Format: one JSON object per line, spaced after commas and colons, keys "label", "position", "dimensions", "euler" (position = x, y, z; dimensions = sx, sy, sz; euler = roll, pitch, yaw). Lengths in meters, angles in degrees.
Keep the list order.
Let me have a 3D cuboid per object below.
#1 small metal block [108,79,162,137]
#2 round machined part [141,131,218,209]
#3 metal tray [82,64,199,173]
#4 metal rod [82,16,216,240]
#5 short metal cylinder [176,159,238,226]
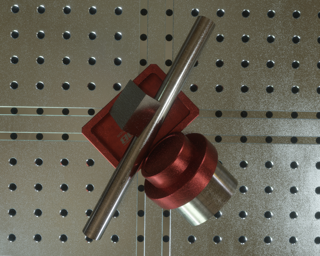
{"label": "small metal block", "position": [-0.032, -0.025, 0.378], "dimensions": [0.025, 0.050, 0.050], "euler": [28, 102, -38]}
{"label": "round machined part", "position": [0.016, 0.043, 0.367], "dimensions": [0.098, 0.098, 0.042], "euler": [-46, 112, 0]}
{"label": "metal tray", "position": [-0.025, -0.009, 0.410], "dimensions": [0.130, 0.030, 0.090], "euler": [-43, 91, 0]}
{"label": "metal rod", "position": [-0.013, 0.000, 0.383], "dimensions": [0.025, 0.025, 0.299], "euler": [28, 90, -1]}
{"label": "short metal cylinder", "position": [0.049, 0.074, 0.385], "dimensions": [0.080, 0.080, 0.050], "euler": [-43, 91, 0]}
